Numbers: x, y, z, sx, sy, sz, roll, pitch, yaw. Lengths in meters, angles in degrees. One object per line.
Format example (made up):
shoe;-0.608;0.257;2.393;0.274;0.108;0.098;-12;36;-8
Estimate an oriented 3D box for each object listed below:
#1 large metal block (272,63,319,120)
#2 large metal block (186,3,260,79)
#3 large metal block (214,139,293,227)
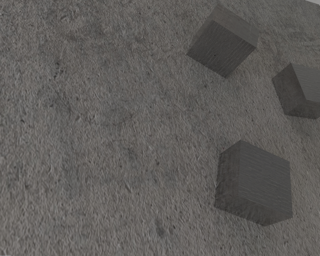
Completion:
large metal block;0.265;-0.066;0.570;0.081;0.050;0.080;6;59;-25
large metal block;0.103;-0.141;0.509;0.080;0.080;0.050;29;52;-10
large metal block;0.123;0.073;0.409;0.080;0.050;0.080;24;53;-14
